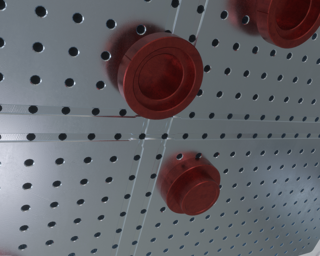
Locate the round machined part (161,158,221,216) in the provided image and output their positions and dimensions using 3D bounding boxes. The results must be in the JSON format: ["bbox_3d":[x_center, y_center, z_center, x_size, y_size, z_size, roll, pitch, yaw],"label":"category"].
[{"bbox_3d":[0.055,0.099,0.491,0.099,0.042,0.097,-14,124,-21],"label":"round machined part"}]

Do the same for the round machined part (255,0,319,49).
[{"bbox_3d":[0.161,-0.154,0.392,0.099,0.042,0.097,-14,124,-21],"label":"round machined part"}]

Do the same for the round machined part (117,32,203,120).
[{"bbox_3d":[-0.003,-0.062,0.360,0.099,0.042,0.097,-14,124,-21],"label":"round machined part"}]
